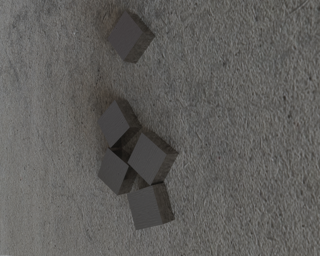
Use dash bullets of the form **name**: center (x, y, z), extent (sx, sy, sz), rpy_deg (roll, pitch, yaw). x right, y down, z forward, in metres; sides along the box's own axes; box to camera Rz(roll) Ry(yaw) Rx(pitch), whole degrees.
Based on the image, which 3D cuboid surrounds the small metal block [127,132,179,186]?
- **small metal block**: center (-0.010, 0.040, 0.413), extent (0.050, 0.025, 0.050), rpy_deg (40, 114, 32)

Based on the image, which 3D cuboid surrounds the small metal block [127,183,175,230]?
- **small metal block**: center (-0.013, 0.105, 0.416), extent (0.050, 0.025, 0.050), rpy_deg (-26, 74, 37)

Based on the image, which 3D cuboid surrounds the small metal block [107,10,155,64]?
- **small metal block**: center (-0.042, -0.128, 0.439), extent (0.050, 0.025, 0.050), rpy_deg (-49, 61, 28)

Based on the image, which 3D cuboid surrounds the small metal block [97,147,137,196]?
- **small metal block**: center (-0.061, 0.062, 0.455), extent (0.050, 0.025, 0.050), rpy_deg (35, 112, 34)

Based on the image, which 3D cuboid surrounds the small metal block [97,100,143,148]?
- **small metal block**: center (-0.060, -0.006, 0.455), extent (0.050, 0.025, 0.050), rpy_deg (-45, 63, 31)
